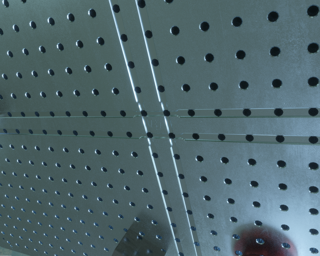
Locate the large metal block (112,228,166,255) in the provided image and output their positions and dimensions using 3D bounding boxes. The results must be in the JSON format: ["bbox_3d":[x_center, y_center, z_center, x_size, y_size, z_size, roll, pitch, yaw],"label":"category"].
[{"bbox_3d":[-0.046,0.246,0.572,0.080,0.050,0.079,30,128,8],"label":"large metal block"}]
